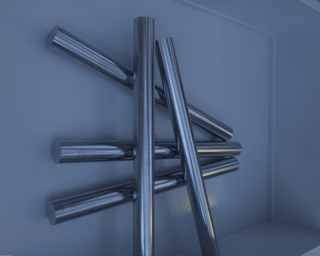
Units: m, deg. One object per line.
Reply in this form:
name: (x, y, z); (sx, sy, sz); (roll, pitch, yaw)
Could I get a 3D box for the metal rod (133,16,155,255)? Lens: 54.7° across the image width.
metal rod: (-0.019, 0.025, 0.357); (0.025, 0.025, 0.298); (0, 90, -40)

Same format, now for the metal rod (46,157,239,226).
metal rod: (0.004, 0.073, 0.411); (0.302, 0.025, 0.025); (-7, 95, -40)

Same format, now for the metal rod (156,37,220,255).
metal rod: (0.037, 0.035, 0.405); (0.025, 0.025, 0.298); (-23, 105, -38)

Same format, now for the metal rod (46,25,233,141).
metal rod: (-0.001, -0.042, 0.405); (0.301, 0.025, 0.025); (25, 74, -37)

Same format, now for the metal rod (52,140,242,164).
metal rod: (0.009, 0.029, 0.414); (0.302, 0.025, 0.025); (2, 89, -40)
